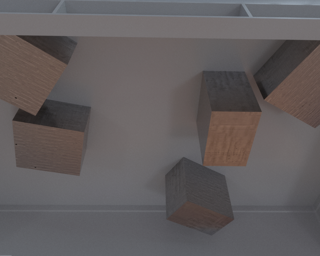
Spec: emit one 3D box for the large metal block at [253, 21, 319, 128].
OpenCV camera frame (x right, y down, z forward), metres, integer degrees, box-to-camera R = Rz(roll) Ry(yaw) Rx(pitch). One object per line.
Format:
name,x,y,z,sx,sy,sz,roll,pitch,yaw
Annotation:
large metal block,0.168,-0.057,0.347,0.080,0.050,0.080,24,126,-20

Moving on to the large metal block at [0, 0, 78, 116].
large metal block,-0.148,-0.072,0.329,0.080,0.050,0.080,29,124,-23

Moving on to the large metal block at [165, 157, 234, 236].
large metal block,0.056,0.101,0.460,0.080,0.080,0.050,26,125,-21

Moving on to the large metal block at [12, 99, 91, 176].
large metal block,-0.137,0.012,0.401,0.081,0.050,0.079,10,130,-9

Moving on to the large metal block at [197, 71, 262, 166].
large metal block,0.076,-0.012,0.364,0.050,0.080,0.079,1,130,-1
